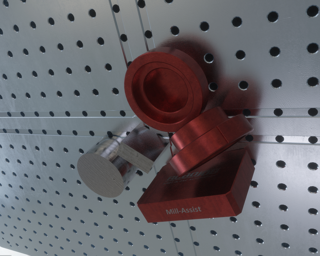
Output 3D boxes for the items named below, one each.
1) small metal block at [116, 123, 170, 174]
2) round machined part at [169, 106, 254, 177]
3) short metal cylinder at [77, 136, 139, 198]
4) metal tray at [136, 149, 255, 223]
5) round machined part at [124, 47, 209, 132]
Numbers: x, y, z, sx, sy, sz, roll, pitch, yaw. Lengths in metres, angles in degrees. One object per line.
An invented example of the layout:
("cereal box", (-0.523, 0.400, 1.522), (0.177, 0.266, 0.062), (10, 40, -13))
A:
("small metal block", (-0.022, 0.027, 0.424), (0.050, 0.050, 0.025), (31, 128, 8))
("round machined part", (0.051, 0.012, 0.348), (0.098, 0.099, 0.042), (-43, 74, 39))
("short metal cylinder", (-0.077, 0.059, 0.472), (0.080, 0.050, 0.079), (13, 124, 21))
("metal tray", (0.045, 0.073, 0.390), (0.130, 0.090, 0.030), (-16, 110, 34))
("round machined part", (0.011, -0.047, 0.365), (0.098, 0.042, 0.097), (13, 124, 21))
